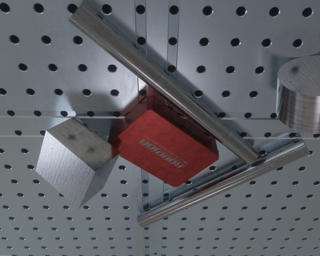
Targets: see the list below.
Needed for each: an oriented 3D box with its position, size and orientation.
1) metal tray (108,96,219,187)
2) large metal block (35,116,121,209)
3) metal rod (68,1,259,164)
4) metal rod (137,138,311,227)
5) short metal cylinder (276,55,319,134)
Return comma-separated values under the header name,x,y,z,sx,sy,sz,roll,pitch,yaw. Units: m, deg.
name,x,y,z,sx,sy,sz,roll,pitch,yaw
metal tray,0.005,0.024,0.429,0.130,0.030,0.090,34,122,-26
large metal block,-0.110,0.045,0.409,0.080,0.050,0.079,38,127,11
metal rod,0.023,-0.038,0.379,0.301,0.025,0.025,36,121,-27
metal rod,0.086,0.095,0.493,0.300,0.025,0.025,-30,124,23
short metal cylinder,0.173,-0.039,0.344,0.080,0.080,0.050,-9,130,7
